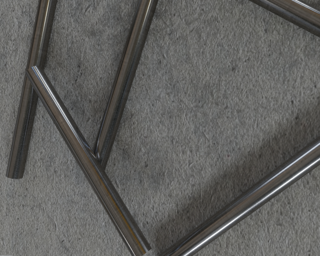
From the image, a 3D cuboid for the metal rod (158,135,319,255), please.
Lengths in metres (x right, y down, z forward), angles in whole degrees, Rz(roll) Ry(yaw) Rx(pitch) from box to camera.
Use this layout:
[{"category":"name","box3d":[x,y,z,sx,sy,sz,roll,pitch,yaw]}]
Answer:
[{"category":"metal rod","box3d":[0.104,0.090,0.371,0.299,0.025,0.025,-42,77,15]}]

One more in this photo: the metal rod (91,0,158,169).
[{"category":"metal rod","box3d":[-0.048,-0.071,0.425,0.025,0.025,0.298,20,97,19]}]

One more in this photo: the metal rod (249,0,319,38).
[{"category":"metal rod","box3d":[0.083,-0.185,0.379,0.300,0.025,0.025,36,102,16]}]

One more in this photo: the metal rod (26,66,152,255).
[{"category":"metal rod","box3d":[-0.103,0.036,0.418,0.025,0.025,0.299,-39,75,16]}]

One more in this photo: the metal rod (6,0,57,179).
[{"category":"metal rod","box3d":[-0.197,-0.068,0.478,0.025,0.025,0.298,14,95,19]}]
